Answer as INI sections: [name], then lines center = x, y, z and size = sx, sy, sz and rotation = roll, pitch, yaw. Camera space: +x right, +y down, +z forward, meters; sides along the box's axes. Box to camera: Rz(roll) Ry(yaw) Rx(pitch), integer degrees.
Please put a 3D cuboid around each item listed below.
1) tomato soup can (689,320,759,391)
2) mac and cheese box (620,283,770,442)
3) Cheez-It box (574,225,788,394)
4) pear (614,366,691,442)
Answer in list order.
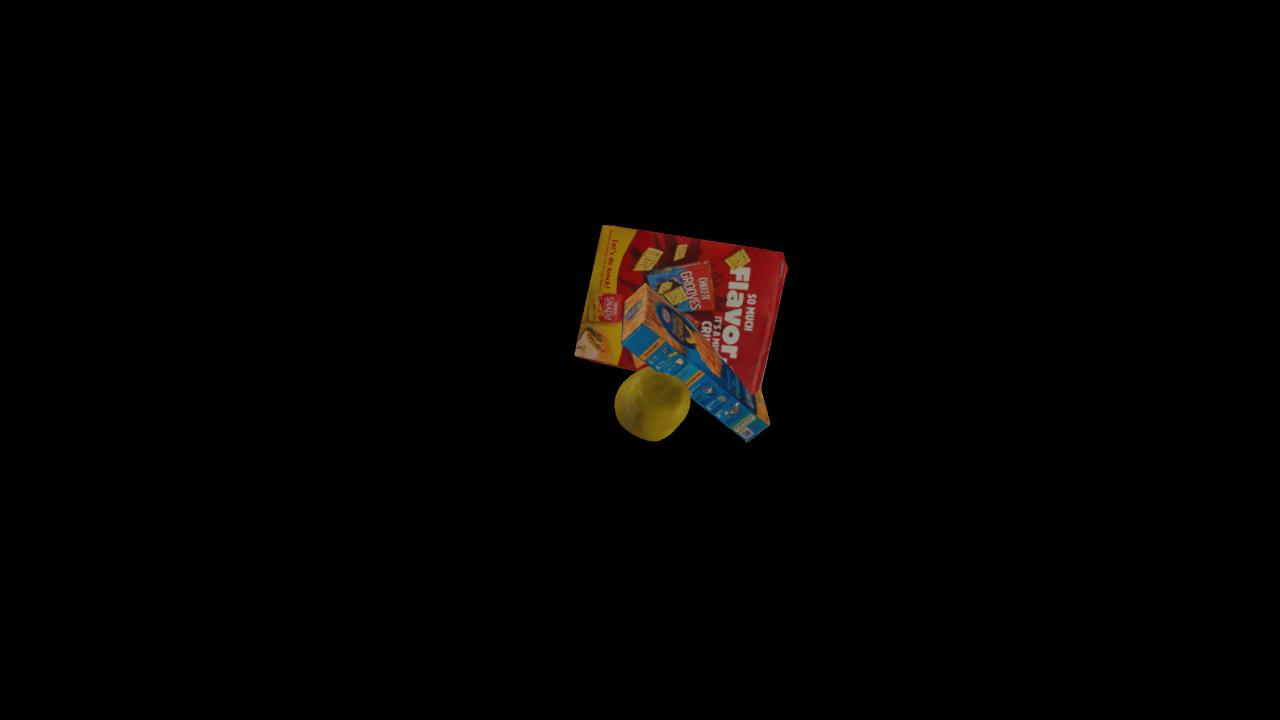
[tomato soup can]
center = 0.062, -0.023, 0.724
size = 0.068, 0.101, 0.068
rotation = -24, -25, -12
[mac and cheese box]
center = 0.061, 0.003, 0.666
size = 0.184, 0.041, 0.093
rotation = 38, 27, -20
[Cheez-It box]
center = 0.047, -0.059, 0.728
size = 0.223, 0.166, 0.071
rotation = 12, -1, 19
[pear]
center = 0.008, 0.058, 0.653
size = 0.080, 0.080, 0.111
rotation = 0, -38, -17
